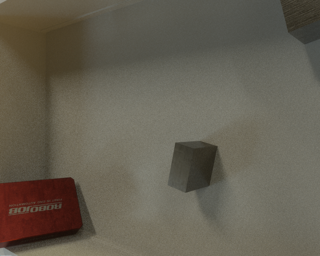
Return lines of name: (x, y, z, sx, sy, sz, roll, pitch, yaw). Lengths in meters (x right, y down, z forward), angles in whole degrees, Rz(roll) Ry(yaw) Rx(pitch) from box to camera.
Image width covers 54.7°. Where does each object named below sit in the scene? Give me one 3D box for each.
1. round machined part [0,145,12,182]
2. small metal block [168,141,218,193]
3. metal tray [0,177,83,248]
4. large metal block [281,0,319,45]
round machined part: (-0.373, 0.079, 0.701, 0.098, 0.042, 0.097, 0, 90, 39)
small metal block: (0.038, 0.043, 0.357, 0.025, 0.050, 0.050, 17, 101, 38)
metal tray: (-0.197, 0.129, 0.486, 0.030, 0.131, 0.090, -52, 48, 44)
large metal block: (0.150, -0.130, 0.266, 0.080, 0.050, 0.080, -16, 80, 38)
